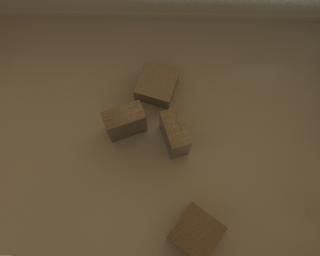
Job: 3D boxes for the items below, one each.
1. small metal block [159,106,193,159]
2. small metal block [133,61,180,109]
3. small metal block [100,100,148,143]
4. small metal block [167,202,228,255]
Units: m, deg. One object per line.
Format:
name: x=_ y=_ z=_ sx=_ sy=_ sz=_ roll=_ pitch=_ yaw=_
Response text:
small metal block: x=0.019 y=0.007 z=0.394 sx=0.025 sy=0.050 sz=0.050 roll=-17 pitch=71 yaw=-6
small metal block: x=-0.004 y=-0.059 z=0.431 sx=0.050 sy=0.025 sz=0.050 roll=17 pitch=71 yaw=5
small metal block: x=-0.045 y=-0.008 z=0.399 sx=0.050 sy=0.050 sz=0.025 roll=-19 pitch=72 yaw=-7
small metal block: x=0.043 y=0.124 z=0.365 sx=0.050 sy=0.025 sz=0.050 roll=35 pitch=73 yaw=11
